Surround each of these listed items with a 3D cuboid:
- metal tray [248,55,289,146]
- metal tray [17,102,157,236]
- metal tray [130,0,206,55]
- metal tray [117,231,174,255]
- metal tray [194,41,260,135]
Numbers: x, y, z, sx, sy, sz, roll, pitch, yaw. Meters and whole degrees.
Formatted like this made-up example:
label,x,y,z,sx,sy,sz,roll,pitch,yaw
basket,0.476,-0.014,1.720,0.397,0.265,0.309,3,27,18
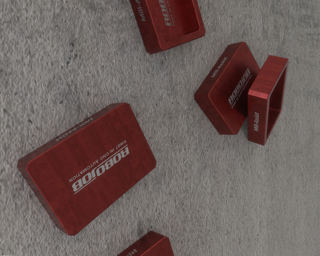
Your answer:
label,x,y,z,sx,sy,sz,roll,pitch,yaw
metal tray,0.177,-0.043,0.512,0.090,0.030,0.130,-55,149,-25
metal tray,-0.072,0.040,0.341,0.131,0.030,0.090,-37,113,-34
metal tray,0.005,-0.172,0.404,0.091,0.030,0.129,-30,109,-36
metal tray,-0.034,0.199,0.373,0.131,0.030,0.089,-26,106,-37
metal tray,0.117,-0.064,0.499,0.090,0.030,0.130,50,61,-28
